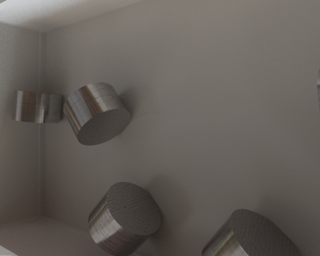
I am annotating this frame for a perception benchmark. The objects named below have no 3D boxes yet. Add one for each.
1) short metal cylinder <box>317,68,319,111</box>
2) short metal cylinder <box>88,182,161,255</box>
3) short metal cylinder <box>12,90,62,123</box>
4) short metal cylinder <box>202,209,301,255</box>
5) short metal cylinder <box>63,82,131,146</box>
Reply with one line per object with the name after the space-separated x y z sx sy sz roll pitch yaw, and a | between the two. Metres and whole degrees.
0.160 -0.015 0.238 0.050 0.081 0.080 -11 83 39 | short metal cylinder
-0.046 0.118 0.407 0.050 0.081 0.080 -52 60 27 | short metal cylinder
-0.216 -0.038 0.545 0.080 0.081 0.050 10 97 39 | short metal cylinder
0.088 0.126 0.297 0.080 0.081 0.050 46 117 30 | short metal cylinder
-0.089 -0.019 0.442 0.080 0.081 0.050 -48 62 29 | short metal cylinder
